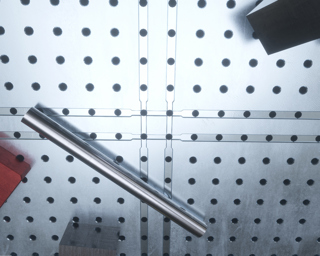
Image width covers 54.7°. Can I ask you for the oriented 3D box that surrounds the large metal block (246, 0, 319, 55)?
[{"bbox_3d":[0.152,-0.128,0.321,0.080,0.080,0.050,-45,109,-27],"label":"large metal block"}]

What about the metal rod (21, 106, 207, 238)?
[{"bbox_3d":[-0.055,0.068,0.437,0.301,0.025,0.025,36,106,-13],"label":"metal rod"}]

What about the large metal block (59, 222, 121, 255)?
[{"bbox_3d":[-0.106,0.196,0.471,0.081,0.050,0.079,7,110,-3],"label":"large metal block"}]

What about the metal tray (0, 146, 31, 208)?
[{"bbox_3d":[-0.260,0.081,0.438,0.090,0.030,0.130,38,106,-13],"label":"metal tray"}]
